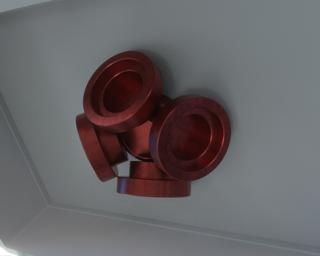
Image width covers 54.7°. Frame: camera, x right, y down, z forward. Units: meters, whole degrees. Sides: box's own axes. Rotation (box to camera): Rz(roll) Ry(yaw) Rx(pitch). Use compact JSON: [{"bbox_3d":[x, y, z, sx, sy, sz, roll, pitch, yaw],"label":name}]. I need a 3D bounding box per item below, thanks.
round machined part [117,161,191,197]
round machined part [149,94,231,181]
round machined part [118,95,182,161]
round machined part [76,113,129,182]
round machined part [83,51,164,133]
[{"bbox_3d":[-0.007,0.066,0.415,0.098,0.098,0.042,-1,82,28],"label":"round machined part"},{"bbox_3d":[0.031,0.009,0.361,0.042,0.099,0.097,28,139,58],"label":"round machined part"},{"bbox_3d":[-0.015,0.005,0.404,0.098,0.042,0.097,13,124,20],"label":"round machined part"},{"bbox_3d":[-0.074,0.021,0.422,0.042,0.098,0.097,-22,112,-4],"label":"round machined part"},{"bbox_3d":[-0.039,-0.038,0.367,0.098,0.098,0.042,-4,154,29],"label":"round machined part"}]
